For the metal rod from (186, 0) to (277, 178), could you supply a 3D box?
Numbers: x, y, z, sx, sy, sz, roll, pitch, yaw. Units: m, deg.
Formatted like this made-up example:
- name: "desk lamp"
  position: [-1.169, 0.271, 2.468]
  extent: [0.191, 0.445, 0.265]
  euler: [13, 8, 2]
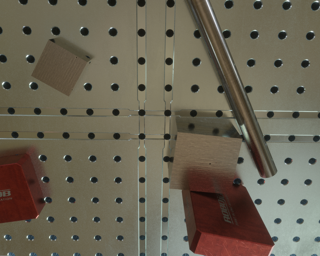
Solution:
- name: "metal rod"
  position: [0.088, -0.063, 0.391]
  extent: [0.025, 0.025, 0.299]
  euler: [-25, 109, 8]

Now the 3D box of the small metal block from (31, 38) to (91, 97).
- name: "small metal block"
  position: [-0.121, -0.075, 0.384]
  extent: [0.050, 0.025, 0.050]
  euler: [30, 107, -11]

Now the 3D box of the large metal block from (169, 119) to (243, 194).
- name: "large metal block"
  position: [0.057, 0.037, 0.415]
  extent: [0.081, 0.050, 0.079]
  euler: [6, 110, -3]

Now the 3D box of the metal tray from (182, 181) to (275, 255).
- name: "metal tray"
  position: [0.080, 0.111, 0.400]
  extent: [0.091, 0.130, 0.030]
  euler: [13, 109, -5]

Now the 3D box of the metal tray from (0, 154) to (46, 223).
- name: "metal tray"
  position: [-0.243, 0.091, 0.441]
  extent: [0.131, 0.030, 0.089]
  euler: [-8, 110, 2]
